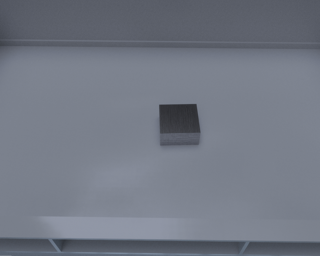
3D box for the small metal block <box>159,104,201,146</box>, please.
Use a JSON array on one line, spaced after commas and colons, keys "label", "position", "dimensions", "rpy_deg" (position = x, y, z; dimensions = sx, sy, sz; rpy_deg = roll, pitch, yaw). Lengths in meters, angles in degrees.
[{"label": "small metal block", "position": [0.025, -0.005, 0.409], "dimensions": [0.050, 0.025, 0.050], "rpy_deg": [-1, 50, -1]}]
